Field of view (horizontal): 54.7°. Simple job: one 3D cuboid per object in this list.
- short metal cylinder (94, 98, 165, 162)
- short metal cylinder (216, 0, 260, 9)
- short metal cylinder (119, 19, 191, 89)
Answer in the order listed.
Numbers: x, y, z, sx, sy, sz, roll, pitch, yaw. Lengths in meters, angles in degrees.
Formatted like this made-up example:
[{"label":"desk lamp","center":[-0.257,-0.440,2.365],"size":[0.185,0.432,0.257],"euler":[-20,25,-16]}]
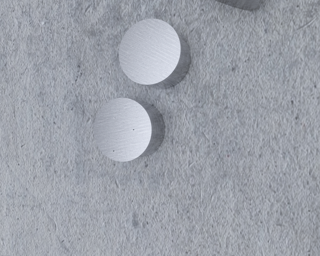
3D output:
[{"label":"short metal cylinder","center":[-0.039,0.002,0.410],"size":[0.080,0.050,0.080],"euler":[0,90,20]},{"label":"short metal cylinder","center":[0.084,-0.177,0.350],"size":[0.080,0.080,0.050],"euler":[27,99,18]},{"label":"short metal cylinder","center":[-0.005,-0.092,0.397],"size":[0.080,0.050,0.080],"euler":[0,90,20]}]
